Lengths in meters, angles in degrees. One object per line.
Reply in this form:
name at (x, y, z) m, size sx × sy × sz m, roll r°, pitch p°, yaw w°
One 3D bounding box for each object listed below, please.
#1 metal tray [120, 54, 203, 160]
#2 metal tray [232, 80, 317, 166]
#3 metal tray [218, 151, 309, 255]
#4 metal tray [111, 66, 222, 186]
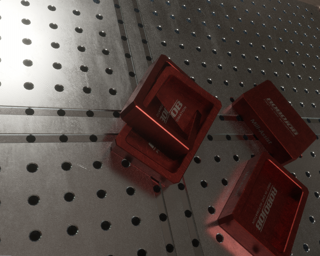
metal tray at (0.011, -0.032, 0.406) m, size 0.090 × 0.030 × 0.130 m, roll 40°, pitch 39°, yaw -14°
metal tray at (0.192, -0.012, 0.519) m, size 0.091 × 0.030 × 0.130 m, roll -29°, pitch 78°, yaw -38°
metal tray at (0.145, 0.105, 0.421) m, size 0.090 × 0.030 × 0.131 m, roll 42°, pitch 51°, yaw 0°
metal tray at (0.011, -0.004, 0.393) m, size 0.090 × 0.030 × 0.130 m, roll 35°, pitch 66°, yaw -6°
